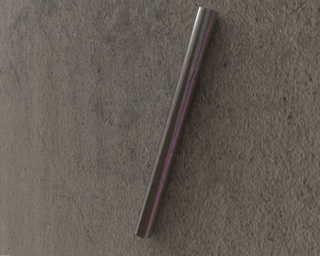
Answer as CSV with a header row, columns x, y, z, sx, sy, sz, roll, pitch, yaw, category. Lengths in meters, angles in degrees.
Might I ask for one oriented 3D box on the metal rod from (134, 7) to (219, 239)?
x,y,z,sx,sy,sz,roll,pitch,yaw,category
0.017,0.004,0.391,0.025,0.025,0.298,26,106,37,metal rod
